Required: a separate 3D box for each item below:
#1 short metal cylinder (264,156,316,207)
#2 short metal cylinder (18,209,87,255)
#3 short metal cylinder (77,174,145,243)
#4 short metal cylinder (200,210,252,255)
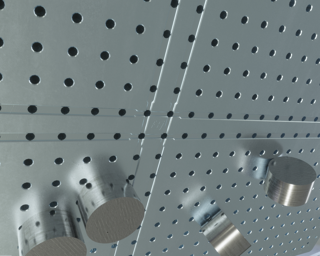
[{"bbox_3d":[0.234,0.096,0.563,0.081,0.080,0.050,-14,124,-21],"label":"short metal cylinder"},{"bbox_3d":[-0.144,0.156,0.413,0.081,0.050,0.079,-14,124,-21],"label":"short metal cylinder"},{"bbox_3d":[-0.068,0.110,0.426,0.081,0.050,0.079,-14,124,-21],"label":"short metal cylinder"},{"bbox_3d":[0.119,0.196,0.562,0.050,0.080,0.080,-41,130,-1],"label":"short metal cylinder"}]
